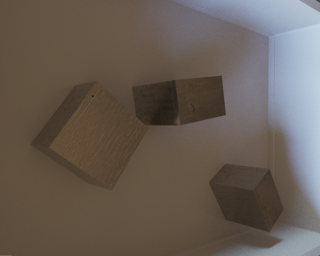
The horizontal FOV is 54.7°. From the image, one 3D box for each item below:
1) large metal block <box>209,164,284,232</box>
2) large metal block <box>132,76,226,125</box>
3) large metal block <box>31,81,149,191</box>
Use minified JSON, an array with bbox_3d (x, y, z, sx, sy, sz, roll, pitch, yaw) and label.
[{"bbox_3d":[0.136,0.107,0.488,0.050,0.080,0.080,-40,115,-33],"label":"large metal block"},{"bbox_3d":[0.024,-0.034,0.393,0.081,0.080,0.050,-13,98,-40],"label":"large metal block"},{"bbox_3d":[-0.072,0.009,0.331,0.080,0.050,0.080,44,63,-32],"label":"large metal block"}]
